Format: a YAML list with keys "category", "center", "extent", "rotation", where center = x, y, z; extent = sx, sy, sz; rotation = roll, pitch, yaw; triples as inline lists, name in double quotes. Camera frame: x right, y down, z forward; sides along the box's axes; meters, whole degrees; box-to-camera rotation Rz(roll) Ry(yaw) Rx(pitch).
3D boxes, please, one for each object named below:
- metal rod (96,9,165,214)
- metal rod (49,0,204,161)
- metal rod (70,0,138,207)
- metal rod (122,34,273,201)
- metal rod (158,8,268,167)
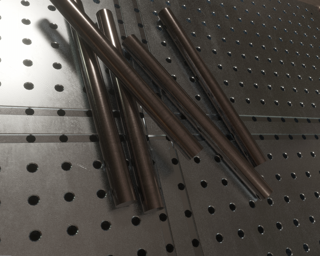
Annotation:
- category: "metal rod"
  center: [-0.045, -0.039, 0.408]
  extent: [0.025, 0.025, 0.299]
  rotation: [-2, 63, -30]
- category: "metal rod"
  center: [-0.053, -0.080, 0.395]
  extent: [0.300, 0.025, 0.025]
  rotation: [49, 51, 6]
- category: "metal rod"
  center: [-0.081, -0.048, 0.394]
  extent: [0.025, 0.025, 0.299]
  rotation: [-5, 64, -31]
- category: "metal rod"
  center: [0.051, -0.019, 0.448]
  extent: [0.300, 0.025, 0.025]
  rotation: [49, 51, 6]
- category: "metal rod"
  center: [0.078, -0.072, 0.496]
  extent: [0.025, 0.025, 0.299]
  rotation: [-18, 71, -35]
